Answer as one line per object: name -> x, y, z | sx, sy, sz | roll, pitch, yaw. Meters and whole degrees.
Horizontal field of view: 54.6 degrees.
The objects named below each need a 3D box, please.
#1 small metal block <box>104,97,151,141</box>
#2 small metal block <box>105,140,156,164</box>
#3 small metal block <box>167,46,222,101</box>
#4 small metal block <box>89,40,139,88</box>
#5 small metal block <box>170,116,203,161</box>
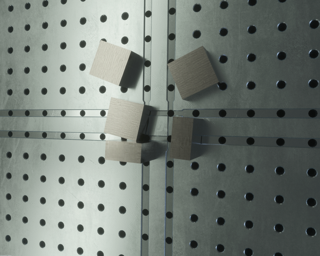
small metal block -> -0.045, -0.012, 0.429 | 0.050, 0.025, 0.050 | 14, 95, 19
small metal block -> -0.038, 0.030, 0.413 | 0.050, 0.050, 0.025 | 4, 92, 20
small metal block -> 0.045, -0.069, 0.397 | 0.050, 0.025, 0.050 | -25, 82, 18
small metal block -> -0.065, -0.089, 0.436 | 0.050, 0.025, 0.050 | 23, 98, 18
small metal block -> 0.034, 0.012, 0.388 | 0.025, 0.050, 0.050 | 5, 92, 20
